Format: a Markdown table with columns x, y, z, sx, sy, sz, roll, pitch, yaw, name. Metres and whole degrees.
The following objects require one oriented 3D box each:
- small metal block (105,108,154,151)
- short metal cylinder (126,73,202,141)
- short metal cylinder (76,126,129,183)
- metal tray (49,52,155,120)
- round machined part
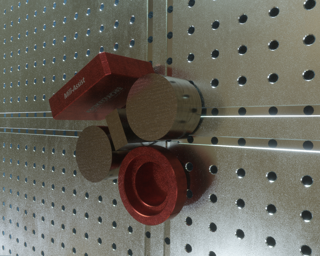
| x | y | z | sx | sy | sz | roll | pitch | yaw | name |
| --- | --- | --- | --- | --- | --- | --- | --- | --- | --- |
| -0.041 | 0.002 | 0.421 | 0.025 | 0.050 | 0.050 | -32 | 71 | 36 | small metal block |
| 0.004 | -0.025 | 0.385 | 0.080 | 0.050 | 0.079 | 0 | 90 | 40 | short metal cylinder |
| -0.078 | 0.036 | 0.452 | 0.080 | 0.050 | 0.079 | 0 | 90 | 40 | short metal cylinder |
| -0.080 | -0.051 | 0.427 | 0.130 | 0.091 | 0.030 | -30 | 72 | 36 | metal tray |
| -0.005 | 0.071 | 0.397 | 0.098 | 0.042 | 0.097 | 0 | 90 | 40 | round machined part |
